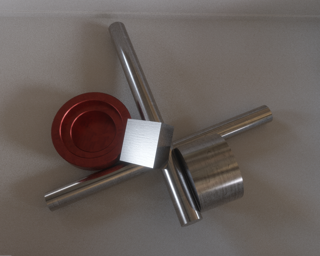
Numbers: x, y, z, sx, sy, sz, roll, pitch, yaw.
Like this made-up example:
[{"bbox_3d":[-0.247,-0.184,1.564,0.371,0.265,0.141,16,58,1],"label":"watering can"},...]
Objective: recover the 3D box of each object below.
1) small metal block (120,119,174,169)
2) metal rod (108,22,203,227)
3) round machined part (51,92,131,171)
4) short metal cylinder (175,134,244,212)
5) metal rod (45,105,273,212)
[{"bbox_3d":[-0.015,0.018,0.358,0.050,0.025,0.050,8,85,37],"label":"small metal block"},{"bbox_3d":[-0.015,-0.024,0.398,0.025,0.025,0.299,-18,64,-7],"label":"metal rod"},{"bbox_3d":[-0.083,0.007,0.396,0.099,0.042,0.098,0,70,-1],"label":"round machined part"},{"bbox_3d":[0.055,0.052,0.361,0.050,0.080,0.080,-19,71,-7],"label":"short metal cylinder"},{"bbox_3d":[0.005,0.035,0.395,0.302,0.025,0.025,-21,72,-8],"label":"metal rod"}]
